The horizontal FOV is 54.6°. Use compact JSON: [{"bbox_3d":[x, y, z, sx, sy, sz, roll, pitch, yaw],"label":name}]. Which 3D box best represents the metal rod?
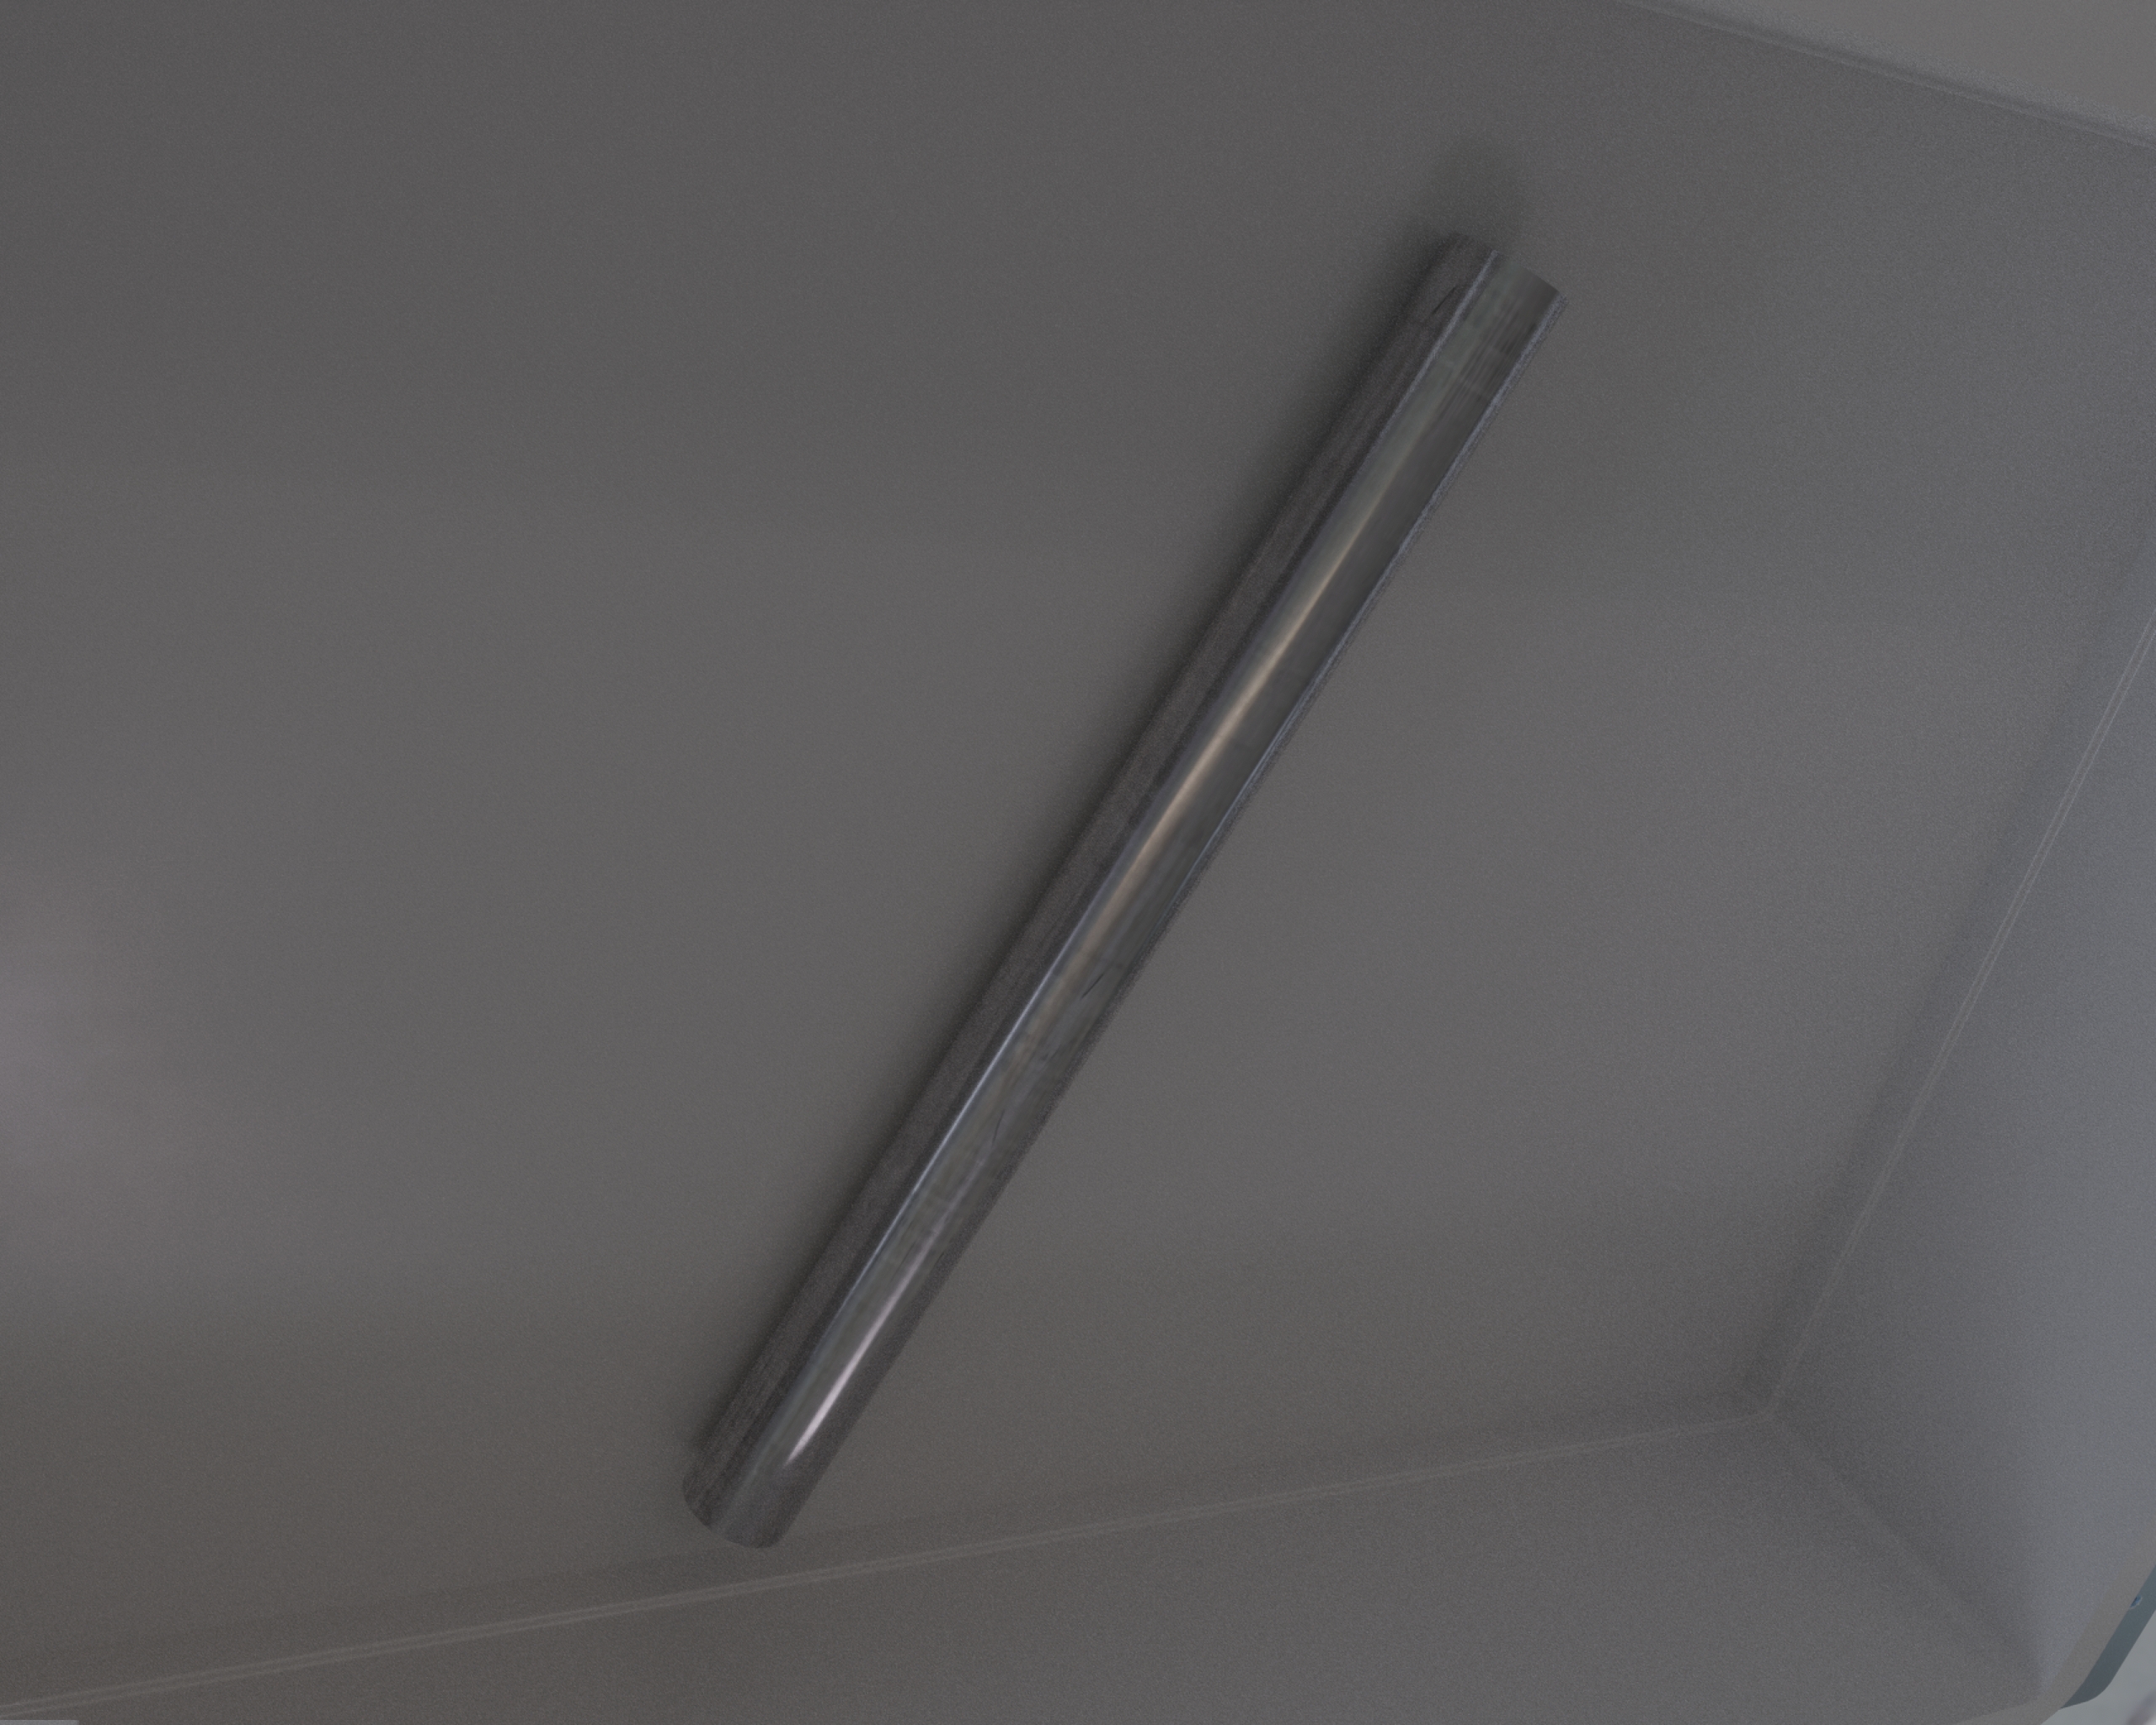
[{"bbox_3d":[0.002,0.015,0.415,0.025,0.025,0.299,22,107,-36],"label":"metal rod"}]
